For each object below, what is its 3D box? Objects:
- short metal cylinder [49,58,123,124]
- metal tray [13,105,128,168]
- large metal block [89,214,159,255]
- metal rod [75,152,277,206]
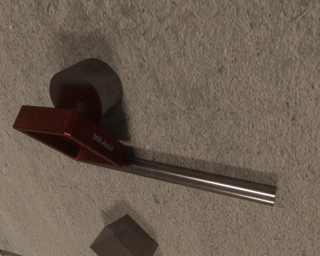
[{"bbox_3d":[-0.097,-0.047,0.411,0.080,0.050,0.079,13,124,20],"label":"short metal cylinder"},{"bbox_3d":[-0.112,0.015,0.411,0.090,0.030,0.130,5,159,26],"label":"metal tray"},{"bbox_3d":[-0.064,0.211,0.553,0.080,0.050,0.080,47,129,-5],"label":"large metal block"},{"bbox_3d":[0.005,0.063,0.441,0.301,0.025,0.025,9,122,23],"label":"metal rod"}]
